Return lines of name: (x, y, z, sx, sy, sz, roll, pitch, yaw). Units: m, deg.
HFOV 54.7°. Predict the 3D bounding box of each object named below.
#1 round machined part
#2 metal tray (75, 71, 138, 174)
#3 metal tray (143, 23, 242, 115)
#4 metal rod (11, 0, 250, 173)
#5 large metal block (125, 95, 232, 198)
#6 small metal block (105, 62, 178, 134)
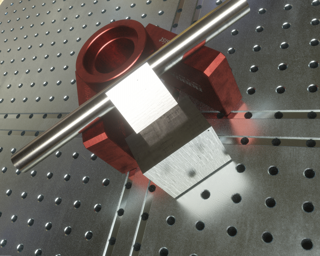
round machined part: (-0.051, -0.084, 0.386, 0.098, 0.042, 0.098, -13, 56, 20)
metal tray: (-0.068, -0.015, 0.409, 0.030, 0.090, 0.130, -26, 53, 12)
metal tray: (0.035, -0.075, 0.392, 0.130, 0.090, 0.030, 36, 83, 38)
metal rod: (-0.035, -0.046, 0.338, 0.300, 0.025, 0.025, -35, 52, 4)
large metal block: (0.022, 0.024, 0.342, 0.080, 0.080, 0.050, -36, 52, 4)
small metal block: (-0.018, -0.030, 0.314, 0.050, 0.050, 0.025, -37, 7, 3)
